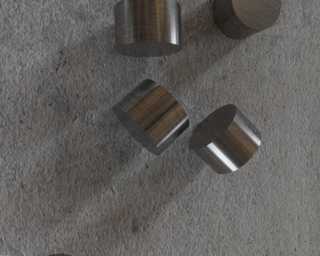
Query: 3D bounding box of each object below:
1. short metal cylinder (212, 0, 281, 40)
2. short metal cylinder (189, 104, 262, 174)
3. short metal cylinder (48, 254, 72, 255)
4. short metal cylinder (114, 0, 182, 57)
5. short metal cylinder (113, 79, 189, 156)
[{"bbox_3d":[0.122,-0.172,0.440,0.081,0.050,0.080,0,90,-20],"label":"short metal cylinder"},{"bbox_3d":[0.085,0.014,0.411,0.050,0.080,0.080,44,76,-15],"label":"short metal cylinder"},{"bbox_3d":[-0.119,0.193,0.352,0.081,0.050,0.080,0,90,-20],"label":"short metal cylinder"},{"bbox_3d":[-0.014,-0.119,0.374,0.081,0.080,0.050,-3,91,-20],"label":"short metal cylinder"},{"bbox_3d":[-0.011,-0.013,0.376,0.050,0.080,0.080,-44,104,-15],"label":"short metal cylinder"}]
